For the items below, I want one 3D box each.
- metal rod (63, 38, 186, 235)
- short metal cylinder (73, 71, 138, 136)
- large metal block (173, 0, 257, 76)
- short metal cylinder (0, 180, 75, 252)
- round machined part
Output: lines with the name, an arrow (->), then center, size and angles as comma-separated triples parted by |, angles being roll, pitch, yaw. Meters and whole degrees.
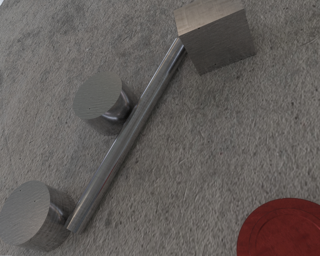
metal rod -> -0.038, 0.000, 0.423 | 0.025, 0.025, 0.300 | 18, 71, 35
short metal cylinder -> -0.077, -0.035, 0.450 | 0.080, 0.050, 0.080 | -13, 56, 21
large metal block -> 0.073, -0.125, 0.407 | 0.080, 0.080, 0.050 | -19, 55, 17
short metal cylinder -> -0.157, 0.114, 0.400 | 0.080, 0.050, 0.080 | -13, 56, 21
round machined part -> 0.115, 0.107, 0.267 | 0.098, 0.042, 0.098 | -13, 56, 21
